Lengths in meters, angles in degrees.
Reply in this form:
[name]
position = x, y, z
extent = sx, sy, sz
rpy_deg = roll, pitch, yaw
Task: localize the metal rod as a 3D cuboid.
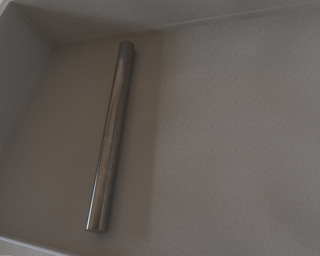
[metal rod]
position = -0.066, -0.007, 0.442
extent = 0.025, 0.025, 0.299
rpy_deg = -9, 58, 23
